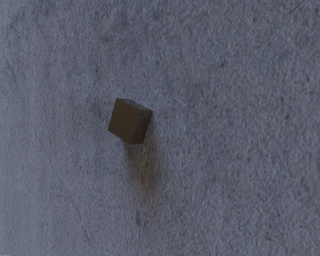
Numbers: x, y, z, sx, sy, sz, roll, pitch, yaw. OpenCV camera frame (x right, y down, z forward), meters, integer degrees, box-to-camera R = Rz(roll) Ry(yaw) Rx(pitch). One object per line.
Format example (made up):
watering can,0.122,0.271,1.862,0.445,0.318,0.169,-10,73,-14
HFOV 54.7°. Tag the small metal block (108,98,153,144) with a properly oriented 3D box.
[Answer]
small metal block,-0.043,-0.010,0.438,0.050,0.025,0.050,28,107,36
